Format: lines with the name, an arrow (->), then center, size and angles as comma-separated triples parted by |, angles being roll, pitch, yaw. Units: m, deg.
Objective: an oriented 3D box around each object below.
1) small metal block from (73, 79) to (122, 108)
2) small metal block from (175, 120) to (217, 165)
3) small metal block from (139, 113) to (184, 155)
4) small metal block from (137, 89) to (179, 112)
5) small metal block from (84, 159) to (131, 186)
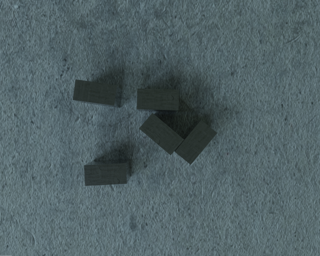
small metal block -> -0.078, -0.043, 0.397 | 0.050, 0.050, 0.025 | 8, 90, 0
small metal block -> 0.043, 0.017, 0.398 | 0.025, 0.050, 0.050 | 40, 90, 0
small metal block -> 0.002, 0.007, 0.397 | 0.050, 0.050, 0.025 | 40, 90, 0
small metal block -> -0.002, -0.035, 0.397 | 0.050, 0.050, 0.025 | 2, 90, 0
small metal block -> -0.065, 0.056, 0.397 | 0.050, 0.050, 0.025 | -3, 90, 0
